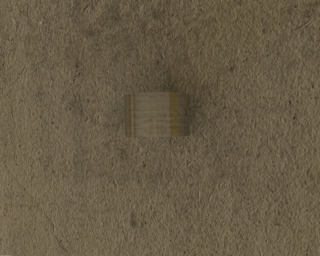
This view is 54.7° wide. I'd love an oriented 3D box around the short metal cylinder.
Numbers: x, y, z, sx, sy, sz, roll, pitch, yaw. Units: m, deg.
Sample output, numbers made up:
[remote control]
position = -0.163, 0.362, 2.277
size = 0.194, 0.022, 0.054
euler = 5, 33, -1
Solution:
[short metal cylinder]
position = -0.003, -0.015, 0.382
size = 0.080, 0.080, 0.050
euler = -1, 90, 19
